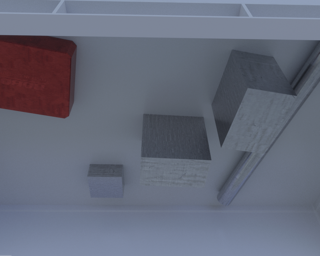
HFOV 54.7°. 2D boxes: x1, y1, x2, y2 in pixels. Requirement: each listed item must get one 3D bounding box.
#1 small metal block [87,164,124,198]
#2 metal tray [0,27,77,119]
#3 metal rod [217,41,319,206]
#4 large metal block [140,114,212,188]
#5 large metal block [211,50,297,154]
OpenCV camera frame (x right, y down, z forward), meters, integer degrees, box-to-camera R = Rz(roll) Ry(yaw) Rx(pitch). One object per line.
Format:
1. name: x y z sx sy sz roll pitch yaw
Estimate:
1. small metal block: -0.082 0.082 0.478 0.050 0.025 0.050 1 130 -2
2. metal tray: -0.165 -0.063 0.349 0.131 0.030 0.089 9 130 -9
3. metal rod: 0.148 0.008 0.418 0.025 0.025 0.298 12 129 -11
4. large metal block: 0.017 0.028 0.397 0.081 0.080 0.050 3 130 -3
5. large metal block: 0.099 -0.030 0.349 0.050 0.080 0.079 8 130 -7
